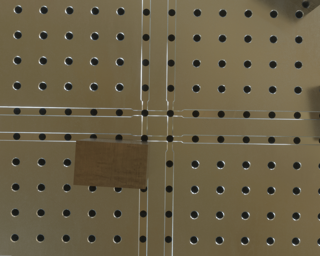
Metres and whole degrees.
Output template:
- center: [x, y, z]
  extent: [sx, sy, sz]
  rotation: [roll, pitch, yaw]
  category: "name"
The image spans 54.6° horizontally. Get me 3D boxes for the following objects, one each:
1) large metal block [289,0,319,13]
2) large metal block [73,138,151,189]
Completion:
- center: [0.193, -0.213, 0.402]
  extent: [0.080, 0.050, 0.080]
  rotation: [32, 90, 0]
  category: "large metal block"
- center: [-0.055, 0.041, 0.386]
  extent: [0.080, 0.080, 0.050]
  rotation: [3, 90, 0]
  category: "large metal block"
